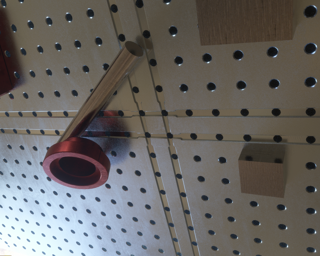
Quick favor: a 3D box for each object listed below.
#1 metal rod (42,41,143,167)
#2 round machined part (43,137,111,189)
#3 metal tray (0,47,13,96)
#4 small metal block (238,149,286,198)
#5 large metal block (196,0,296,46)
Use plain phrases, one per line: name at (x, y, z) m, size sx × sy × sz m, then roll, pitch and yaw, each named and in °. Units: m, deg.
metal rod at (-0.114, -0.013, 0.460) m, size 0.025 × 0.025 × 0.299 m, roll 44°, pitch 129°, yaw -3°
round machined part at (-0.125, 0.051, 0.480) m, size 0.099 × 0.042 × 0.097 m, roll 2°, pitch 137°, yaw 2°
metal tray at (-0.292, -0.117, 0.485) m, size 0.090 × 0.030 × 0.129 m, roll 12°, pitch 123°, yaw 21°
small metal block at (0.126, 0.055, 0.379) m, size 0.050 × 0.025 × 0.050 m, roll 2°, pitch 120°, yaw 27°
large metal block at (0.078, -0.123, 0.278) m, size 0.080 × 0.050 × 0.079 m, roll 3°, pitch 120°, yaw 26°
